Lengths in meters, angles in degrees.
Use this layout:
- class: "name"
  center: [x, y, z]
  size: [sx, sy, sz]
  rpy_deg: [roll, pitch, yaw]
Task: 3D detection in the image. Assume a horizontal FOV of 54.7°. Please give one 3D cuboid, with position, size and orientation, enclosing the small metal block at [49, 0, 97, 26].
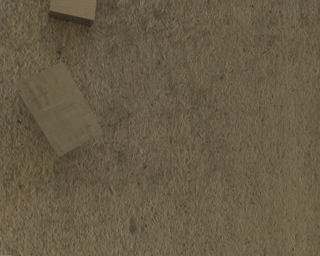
- class: "small metal block"
  center: [-0.103, -0.155, 0.371]
  size: [0.050, 0.025, 0.050]
  rpy_deg: [6, 88, -20]

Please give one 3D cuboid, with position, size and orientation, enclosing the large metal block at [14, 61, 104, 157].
- class: "large metal block"
  center: [-0.111, -0.019, 0.339]
  size: [0.050, 0.080, 0.080]
  rpy_deg: [-31, 101, -17]
